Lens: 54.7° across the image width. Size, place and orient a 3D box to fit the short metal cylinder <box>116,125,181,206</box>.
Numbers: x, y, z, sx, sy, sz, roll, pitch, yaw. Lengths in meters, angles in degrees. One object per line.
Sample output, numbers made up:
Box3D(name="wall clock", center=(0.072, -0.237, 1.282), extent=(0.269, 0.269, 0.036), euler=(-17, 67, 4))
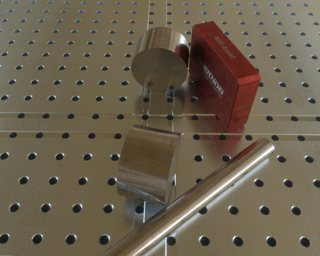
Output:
Box3D(name="short metal cylinder", center=(-0.010, 0.040, 0.338), extent=(0.050, 0.080, 0.080), euler=(11, 51, 9))

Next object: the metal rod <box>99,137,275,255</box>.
Box3D(name="metal rod", center=(0.014, 0.093, 0.329), extent=(0.302, 0.025, 0.025), euler=(-31, 57, -24))

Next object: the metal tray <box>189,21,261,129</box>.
Box3D(name="metal tray", center=(0.082, -0.074, 0.428), extent=(0.030, 0.089, 0.130), euler=(-16, 52, -13))

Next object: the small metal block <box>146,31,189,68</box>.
Box3D(name="small metal block", center=(0.012, -0.132, 0.519), extent=(0.050, 0.025, 0.050), euler=(37, 59, 27))

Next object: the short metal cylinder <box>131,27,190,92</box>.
Box3D(name="short metal cylinder", center=(0.002, -0.099, 0.455), extent=(0.080, 0.080, 0.050), euler=(5, 50, 4))
